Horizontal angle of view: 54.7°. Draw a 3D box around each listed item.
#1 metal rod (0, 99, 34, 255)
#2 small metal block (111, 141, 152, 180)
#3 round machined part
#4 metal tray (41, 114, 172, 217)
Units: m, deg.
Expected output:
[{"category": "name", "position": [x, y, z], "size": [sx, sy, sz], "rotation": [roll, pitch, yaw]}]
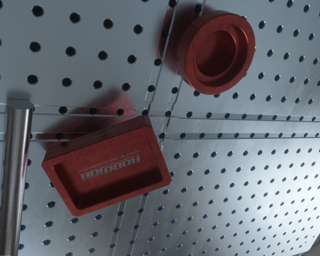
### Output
[{"category": "metal rod", "position": [-0.182, 0.107, 0.378], "size": [0.025, 0.025, 0.298], "rotation": [2, 118, -30]}, {"category": "small metal block", "position": [-0.042, 0.041, 0.415], "size": [0.050, 0.025, 0.050], "rotation": [4, 117, -31]}, {"category": "round machined part", "position": [0.064, -0.094, 0.379], "size": [0.099, 0.042, 0.097], "rotation": [-14, 125, -21]}, {"category": "metal tray", "position": [-0.061, 0.047, 0.376], "size": [0.131, 0.030, 0.090], "rotation": [-19, 118, 0]}]
